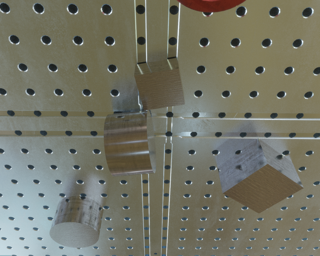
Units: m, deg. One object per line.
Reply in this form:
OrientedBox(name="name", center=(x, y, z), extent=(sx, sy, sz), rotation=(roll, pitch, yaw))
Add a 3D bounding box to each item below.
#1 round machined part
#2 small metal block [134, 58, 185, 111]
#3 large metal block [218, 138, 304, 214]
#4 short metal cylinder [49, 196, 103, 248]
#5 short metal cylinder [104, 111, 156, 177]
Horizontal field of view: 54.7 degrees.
OrientedBox(name="round machined part", center=(0.046, -0.156, 0.268), extent=(0.099, 0.042, 0.097), rotation=(0, 130, 0))
OrientedBox(name="small metal block", center=(0.001, -0.051, 0.368), extent=(0.050, 0.025, 0.050), rotation=(-8, 130, 7))
OrientedBox(name="large metal block", center=(0.146, 0.073, 0.459), extent=(0.080, 0.050, 0.080), rotation=(32, 123, -24))
OrientedBox(name="short metal cylinder", center=(-0.142, 0.162, 0.532), extent=(0.081, 0.050, 0.079), rotation=(0, 130, 0))
OrientedBox(name="short metal cylinder", center=(-0.035, 0.019, 0.392), extent=(0.050, 0.080, 0.080), rotation=(-6, 130, 5))
